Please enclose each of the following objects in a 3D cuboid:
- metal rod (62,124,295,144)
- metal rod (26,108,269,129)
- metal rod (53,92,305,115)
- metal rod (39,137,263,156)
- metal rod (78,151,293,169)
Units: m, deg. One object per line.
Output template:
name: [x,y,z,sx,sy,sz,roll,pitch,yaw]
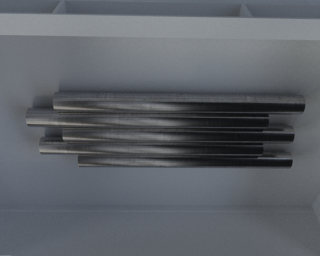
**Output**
metal rod: [0.025,0.007,0.414,0.302,0.025,0.025,1,130,-1]
metal rod: [-0.014,-0.012,0.397,0.302,0.025,0.025,1,130,-1]
metal rod: [0.024,-0.030,0.382,0.302,0.025,0.025,1,130,-1]
metal rod: [-0.011,0.026,0.429,0.302,0.025,0.025,1,130,-1]
metal rod: [0.036,0.045,0.446,0.302,0.025,0.025,1,130,-1]
